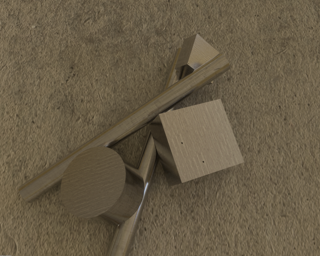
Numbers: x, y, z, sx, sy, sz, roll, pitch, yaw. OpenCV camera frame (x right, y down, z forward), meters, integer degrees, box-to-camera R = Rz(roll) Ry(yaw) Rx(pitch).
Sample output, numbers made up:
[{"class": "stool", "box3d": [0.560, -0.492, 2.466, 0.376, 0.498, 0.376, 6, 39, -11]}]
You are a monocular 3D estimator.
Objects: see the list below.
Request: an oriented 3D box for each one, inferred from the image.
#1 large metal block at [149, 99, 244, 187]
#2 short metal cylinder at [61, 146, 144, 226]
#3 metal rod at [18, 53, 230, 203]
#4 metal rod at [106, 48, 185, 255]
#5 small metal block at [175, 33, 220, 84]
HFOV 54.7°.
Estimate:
[{"class": "large metal block", "box3d": [0.042, 0.018, 0.374, 0.081, 0.050, 0.080, -15, 80, -19]}, {"class": "short metal cylinder", "box3d": [-0.065, 0.068, 0.357, 0.080, 0.050, 0.080, -9, 62, 18]}, {"class": "metal rod", "box3d": [-0.040, -0.003, 0.391, 0.301, 0.025, 0.025, -34, 74, -5]}, {"class": "metal rod", "box3d": [-0.009, 0.026, 0.399, 0.025, 0.025, 0.299, 16, 71, 6]}, {"class": "small metal block", "box3d": [0.053, -0.093, 0.430, 0.050, 0.025, 0.050, 30, 67, -32]}]
